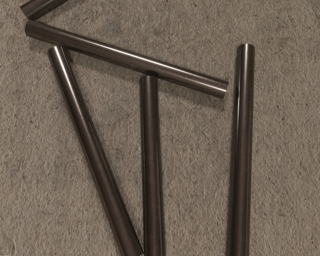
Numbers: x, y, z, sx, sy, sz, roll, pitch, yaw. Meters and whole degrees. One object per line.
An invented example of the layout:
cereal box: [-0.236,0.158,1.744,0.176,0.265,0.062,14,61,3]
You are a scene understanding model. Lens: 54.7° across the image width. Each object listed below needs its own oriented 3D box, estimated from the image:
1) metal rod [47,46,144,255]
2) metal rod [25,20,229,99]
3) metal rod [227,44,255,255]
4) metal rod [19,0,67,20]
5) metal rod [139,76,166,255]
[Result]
metal rod: [-0.090,0.020,0.399,0.025,0.025,0.299,-22,72,-8]
metal rod: [-0.051,-0.100,0.443,0.301,0.025,0.025,19,71,6]
metal rod: [0.106,0.024,0.400,0.025,0.025,0.299,7,70,2]
metal rod: [-0.088,-0.262,0.502,0.301,0.025,0.025,-38,75,-13]
metal rod: [-0.009,0.073,0.381,0.025,0.025,0.299,-2,70,-1]
